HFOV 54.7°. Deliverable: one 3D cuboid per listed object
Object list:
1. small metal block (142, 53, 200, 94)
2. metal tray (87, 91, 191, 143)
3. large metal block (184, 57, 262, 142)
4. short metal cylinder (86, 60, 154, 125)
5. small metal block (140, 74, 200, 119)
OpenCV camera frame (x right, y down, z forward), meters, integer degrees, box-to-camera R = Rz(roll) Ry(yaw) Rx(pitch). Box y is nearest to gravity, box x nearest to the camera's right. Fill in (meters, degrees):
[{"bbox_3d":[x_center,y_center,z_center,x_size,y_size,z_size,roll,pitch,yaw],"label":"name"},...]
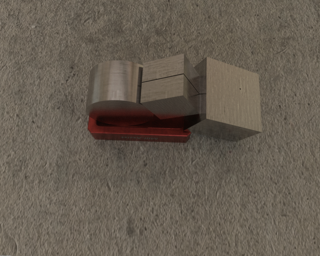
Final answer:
[{"bbox_3d":[0.014,-0.058,0.362,0.050,0.050,0.025,-8,67,25],"label":"small metal block"},{"bbox_3d":[-0.024,-0.029,0.417,0.131,0.030,0.090,2,70,0],"label":"metal tray"},{"bbox_3d":[0.079,-0.033,0.393,0.081,0.050,0.080,12,68,-23],"label":"large metal block"},{"bbox_3d":[-0.047,-0.040,0.381,0.081,0.080,0.050,1,70,0],"label":"short metal cylinder"},{"bbox_3d":[0.013,-0.033,0.352,0.050,0.050,0.025,-8,67,25],"label":"small metal block"}]
